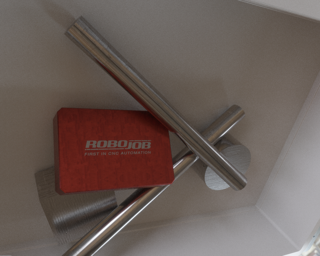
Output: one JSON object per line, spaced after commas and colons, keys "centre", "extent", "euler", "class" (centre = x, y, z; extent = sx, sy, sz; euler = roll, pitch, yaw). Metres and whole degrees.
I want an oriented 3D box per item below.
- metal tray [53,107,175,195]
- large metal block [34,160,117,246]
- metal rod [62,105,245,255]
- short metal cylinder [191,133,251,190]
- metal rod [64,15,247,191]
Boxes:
{"centre": [-0.051, 0.026, 0.357], "extent": [0.131, 0.030, 0.090], "euler": [1, 74, -28], "class": "metal tray"}
{"centre": [-0.101, 0.088, 0.387], "extent": [0.081, 0.050, 0.079], "euler": [-18, 126, -19], "class": "large metal block"}
{"centre": [0.005, 0.066, 0.404], "extent": [0.301, 0.025, 0.025], "euler": [-39, 131, -20], "class": "metal rod"}
{"centre": [0.089, 0.047, 0.469], "extent": [0.081, 0.050, 0.079], "euler": [-14, 125, -21], "class": "short metal cylinder"}
{"centre": [0.014, -0.011, 0.371], "extent": [0.025, 0.025, 0.300], "euler": [-46, 117, 4], "class": "metal rod"}
